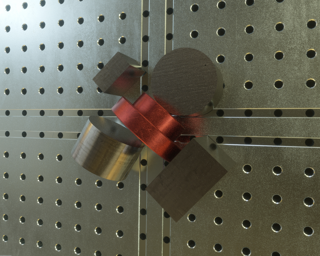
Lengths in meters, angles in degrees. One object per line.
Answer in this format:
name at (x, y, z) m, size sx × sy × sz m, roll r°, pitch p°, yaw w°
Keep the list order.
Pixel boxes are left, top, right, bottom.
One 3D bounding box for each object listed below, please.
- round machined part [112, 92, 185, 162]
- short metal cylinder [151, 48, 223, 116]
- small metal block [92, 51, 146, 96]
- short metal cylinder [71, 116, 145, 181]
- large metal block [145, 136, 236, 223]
round machined part at (-0.008, -0.006, 0.376) m, size 0.098 × 0.098 × 0.042 m, roll 43°, pitch 91°, yaw 14°
short metal cylinder at (0.035, -0.054, 0.386) m, size 0.080 × 0.050 × 0.079 m, roll 0°, pitch 90°, yaw 19°
small metal block at (-0.054, -0.071, 0.417) m, size 0.050 × 0.050 × 0.025 m, roll -44°, pitch 77°, yaw 14°
short metal cylinder at (-0.067, 0.025, 0.405) m, size 0.080 × 0.080 × 0.050 m, roll 33°, pitch 101°, yaw 16°
large metal block at (0.040, 0.056, 0.369) m, size 0.050 × 0.080 × 0.080 m, roll 45°, pitch 104°, yaw 14°
